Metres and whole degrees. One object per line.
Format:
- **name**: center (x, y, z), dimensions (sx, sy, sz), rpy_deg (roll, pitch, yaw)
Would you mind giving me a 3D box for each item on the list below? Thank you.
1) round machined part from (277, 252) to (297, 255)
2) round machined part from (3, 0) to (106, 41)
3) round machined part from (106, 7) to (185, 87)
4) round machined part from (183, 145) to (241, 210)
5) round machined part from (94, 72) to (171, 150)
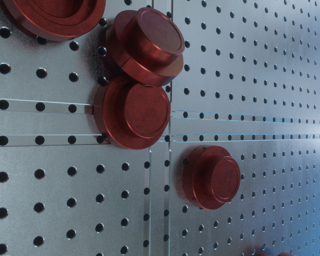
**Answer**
- **round machined part**: center (0.228, 0.285, 0.588), dimensions (0.099, 0.042, 0.097), rpy_deg (0, 90, -40)
- **round machined part**: center (-0.107, -0.135, 0.307), dimensions (0.099, 0.042, 0.097), rpy_deg (0, 90, -40)
- **round machined part**: center (-0.010, -0.100, 0.363), dimensions (0.099, 0.042, 0.098), rpy_deg (23, 49, -29)
- **round machined part**: center (0.084, 0.075, 0.467), dimensions (0.099, 0.042, 0.097), rpy_deg (0, 90, -40)
- **round machined part**: center (-0.026, -0.022, 0.375), dimensions (0.099, 0.042, 0.097), rpy_deg (0, 90, -40)
